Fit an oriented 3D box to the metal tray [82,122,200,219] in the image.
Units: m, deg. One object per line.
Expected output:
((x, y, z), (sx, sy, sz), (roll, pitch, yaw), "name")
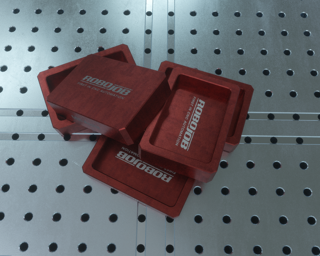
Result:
((-0.019, 0.045, 0.392), (0.130, 0.030, 0.090), (25, 72, 9), "metal tray")

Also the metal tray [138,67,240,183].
((0.038, -0.009, 0.379), (0.090, 0.030, 0.130), (19, 60, 7), "metal tray")

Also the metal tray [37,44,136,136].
((-0.091, -0.054, 0.428), (0.131, 0.030, 0.090), (-21, 71, -7), "metal tray")

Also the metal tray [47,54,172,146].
((-0.063, -0.040, 0.380), (0.130, 0.030, 0.090), (20, 62, 30), "metal tray")

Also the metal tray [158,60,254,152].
((0.050, -0.031, 0.420), (0.130, 0.030, 0.090), (18, 71, 7), "metal tray")
